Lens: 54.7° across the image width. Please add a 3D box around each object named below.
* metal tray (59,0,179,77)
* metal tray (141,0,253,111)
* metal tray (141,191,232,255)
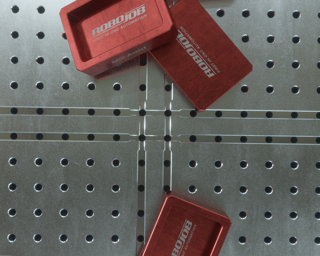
[{"bbox_3d":[-0.053,-0.131,0.386,0.130,0.030,0.090,-21,81,14],"label":"metal tray"},{"bbox_3d":[0.046,-0.097,0.411,0.090,0.030,0.130,-40,91,0],"label":"metal tray"},{"bbox_3d":[0.028,0.161,0.411,0.090,0.030,0.129,22,90,-1],"label":"metal tray"}]
